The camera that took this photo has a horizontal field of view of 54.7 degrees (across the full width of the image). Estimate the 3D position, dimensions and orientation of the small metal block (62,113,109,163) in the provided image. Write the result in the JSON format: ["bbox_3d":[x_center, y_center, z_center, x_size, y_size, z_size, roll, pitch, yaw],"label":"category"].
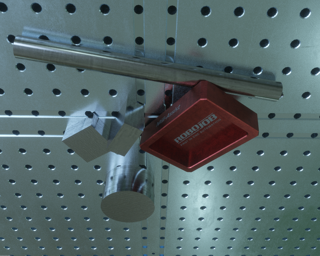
[{"bbox_3d":[-0.095,0.015,0.423,0.050,0.025,0.050,-26,126,20],"label":"small metal block"}]

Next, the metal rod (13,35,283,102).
[{"bbox_3d":[-0.006,-0.066,0.355,0.302,0.025,0.025,8,130,-8],"label":"metal rod"}]

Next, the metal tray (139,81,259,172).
[{"bbox_3d":[0.046,0.005,0.394,0.090,0.030,0.129,29,137,-23],"label":"metal tray"}]

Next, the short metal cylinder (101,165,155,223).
[{"bbox_3d":[-0.048,0.103,0.482,0.081,0.050,0.079,0,130,0],"label":"short metal cylinder"}]

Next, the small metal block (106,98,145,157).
[{"bbox_3d":[-0.043,-0.001,0.394,0.025,0.050,0.050,24,126,-20],"label":"small metal block"}]
